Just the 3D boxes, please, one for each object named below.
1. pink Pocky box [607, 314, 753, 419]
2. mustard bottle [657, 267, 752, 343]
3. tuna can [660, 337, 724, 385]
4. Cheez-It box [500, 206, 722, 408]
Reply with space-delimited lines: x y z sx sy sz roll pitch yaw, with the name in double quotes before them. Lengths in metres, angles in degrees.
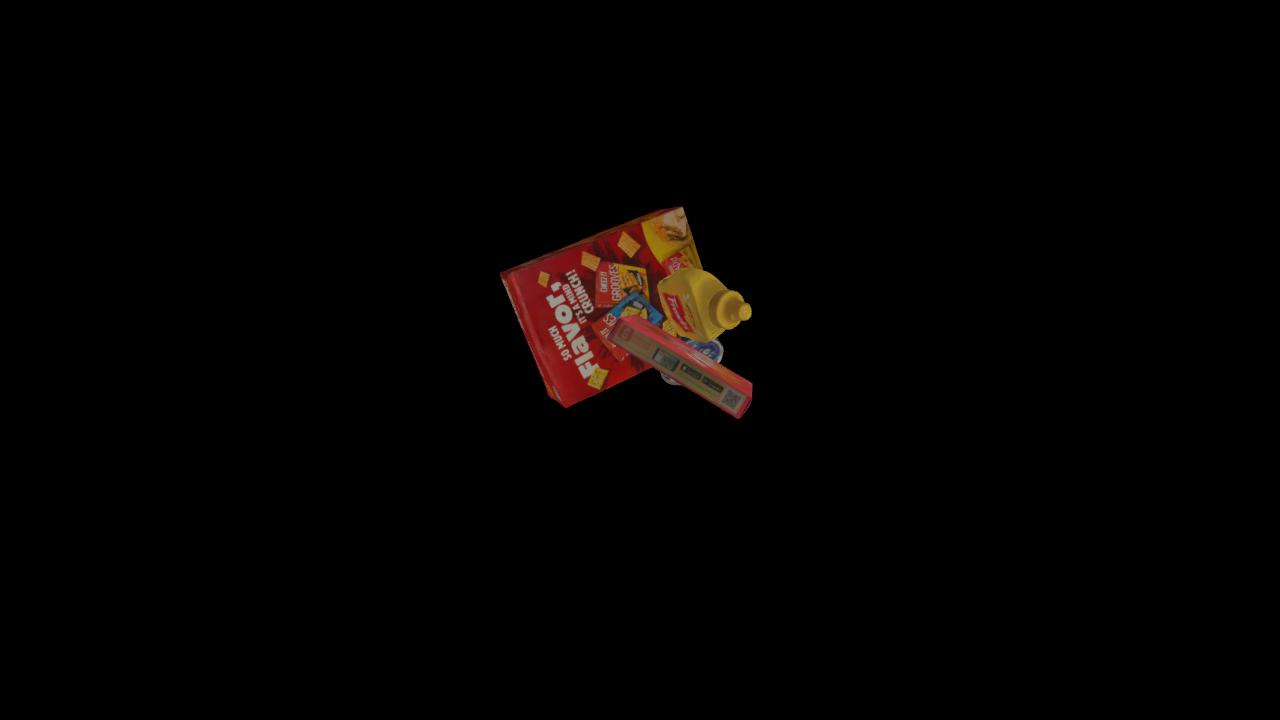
"pink Pocky box" 0.045 0.003 0.637 0.155 0.029 0.084 31 12 6
"mustard bottle" 0.058 -0.065 0.711 0.054 0.092 0.184 -29 26 -29
"tuna can" 0.059 -0.008 0.765 0.084 0.034 0.084 -16 -38 -13
"Cheez-It box" -0.028 -0.065 0.725 0.223 0.166 0.071 -26 17 -19
